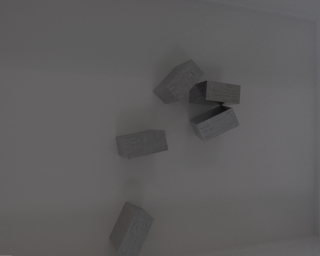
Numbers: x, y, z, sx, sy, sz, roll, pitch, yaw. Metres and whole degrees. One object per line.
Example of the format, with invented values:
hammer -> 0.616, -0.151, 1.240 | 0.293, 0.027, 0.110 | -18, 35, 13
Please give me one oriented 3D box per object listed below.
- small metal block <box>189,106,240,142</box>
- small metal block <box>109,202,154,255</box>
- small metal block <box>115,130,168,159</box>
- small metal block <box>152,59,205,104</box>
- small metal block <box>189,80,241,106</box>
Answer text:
small metal block -> 0.072, -0.007, 0.417 | 0.050, 0.050, 0.025 | -26, 100, -2
small metal block -> -0.036, 0.125, 0.384 | 0.025, 0.050, 0.050 | 28, 81, -18
small metal block -> -0.024, 0.019, 0.388 | 0.050, 0.050, 0.025 | -11, 94, -20
small metal block -> 0.023, -0.059, 0.406 | 0.025, 0.050, 0.050 | 45, 76, -15
small metal block -> 0.074, -0.046, 0.424 | 0.050, 0.050, 0.025 | 5, 88, -20
